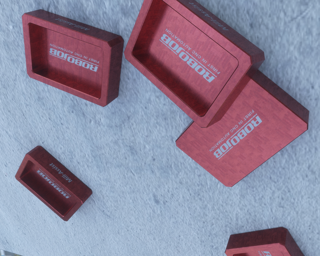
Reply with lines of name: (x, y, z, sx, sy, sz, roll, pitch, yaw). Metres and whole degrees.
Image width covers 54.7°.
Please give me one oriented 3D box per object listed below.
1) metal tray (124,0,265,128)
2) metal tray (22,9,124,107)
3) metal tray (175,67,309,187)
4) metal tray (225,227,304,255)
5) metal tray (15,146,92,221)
metal tray: (0.028, -0.075, 0.318, 0.130, 0.030, 0.089, 44, 130, 18)
metal tray: (-0.115, -0.091, 0.405, 0.130, 0.030, 0.089, 22, 127, 14)
metal tray: (0.089, 0.002, 0.357, 0.090, 0.030, 0.129, 40, 129, 0)
metal tray: (0.165, 0.206, 0.443, 0.090, 0.030, 0.130, -25, 105, 36)
metal tray: (-0.197, 0.104, 0.568, 0.130, 0.030, 0.090, 42, 129, -1)
